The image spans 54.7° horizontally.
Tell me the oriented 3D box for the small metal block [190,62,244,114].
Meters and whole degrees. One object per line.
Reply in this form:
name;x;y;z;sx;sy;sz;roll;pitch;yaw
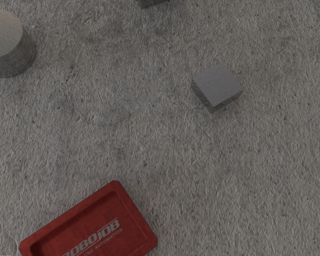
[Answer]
small metal block;0.078;-0.056;0.429;0.050;0.025;0.050;-30;73;-11

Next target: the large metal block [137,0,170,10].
large metal block;-0.003;-0.236;0.465;0.080;0.080;0.050;-22;72;-8

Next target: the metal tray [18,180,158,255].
metal tray;-0.079;0.133;0.355;0.131;0.030;0.090;-33;74;-12

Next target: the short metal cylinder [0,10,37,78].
short metal cylinder;-0.224;-0.117;0.436;0.081;0.050;0.080;0;70;0
